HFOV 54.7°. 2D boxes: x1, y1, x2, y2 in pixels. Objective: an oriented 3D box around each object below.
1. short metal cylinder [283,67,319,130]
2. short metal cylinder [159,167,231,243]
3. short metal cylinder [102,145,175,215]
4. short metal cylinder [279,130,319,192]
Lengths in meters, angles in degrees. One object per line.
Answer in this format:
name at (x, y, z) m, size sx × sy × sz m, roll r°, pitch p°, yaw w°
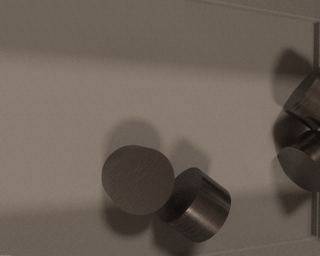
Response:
short metal cylinder at (0.232, -0.043, 0.462) m, size 0.050 × 0.080 × 0.080 m, roll 36°, pitch 77°, yaw 5°
short metal cylinder at (0.044, 0.098, 0.399) m, size 0.050 × 0.080 × 0.080 m, roll 38°, pitch 78°, yaw -16°
short metal cylinder at (-0.028, 0.063, 0.388) m, size 0.081 × 0.050 × 0.079 m, roll 0°, pitch 90°, yaw -21°
short metal cylinder at (0.230, 0.050, 0.468) m, size 0.050 × 0.080 × 0.080 m, roll -32°, pitch 101°, yaw -17°
